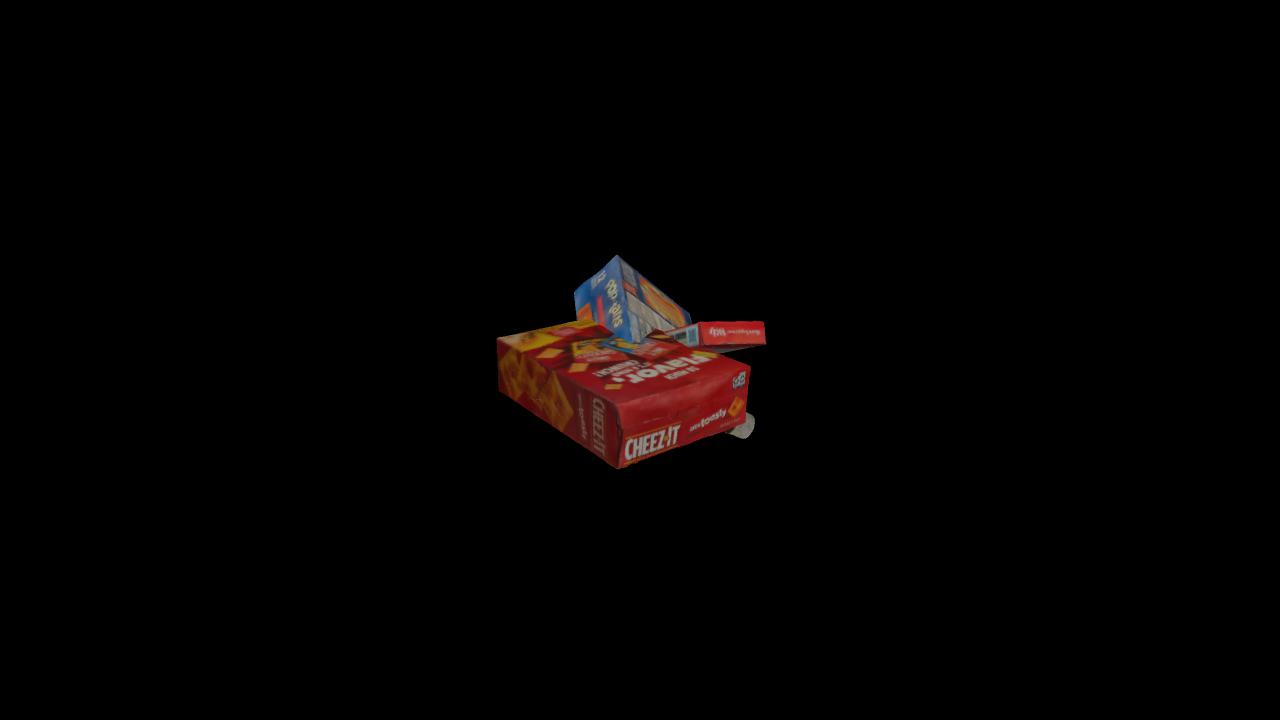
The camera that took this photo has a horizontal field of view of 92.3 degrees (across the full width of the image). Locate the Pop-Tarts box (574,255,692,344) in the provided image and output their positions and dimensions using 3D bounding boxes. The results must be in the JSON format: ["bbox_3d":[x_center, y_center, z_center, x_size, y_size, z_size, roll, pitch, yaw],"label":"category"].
[{"bbox_3d":[0.001,-0.019,0.740,0.083,0.167,0.141,-38,-53,23],"label":"Pop-Tarts box"}]

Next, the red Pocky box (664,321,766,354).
[{"bbox_3d":[0.063,-0.020,0.693,0.083,0.028,0.155,0,-5,-27],"label":"red Pocky box"}]

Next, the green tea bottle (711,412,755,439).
[{"bbox_3d":[0.035,0.041,0.702,0.212,0.073,0.073,20,-6,-17],"label":"green tea bottle"}]

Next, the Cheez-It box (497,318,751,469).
[{"bbox_3d":[-0.023,0.018,0.631,0.166,0.071,0.223,-15,25,-37],"label":"Cheez-It box"}]
